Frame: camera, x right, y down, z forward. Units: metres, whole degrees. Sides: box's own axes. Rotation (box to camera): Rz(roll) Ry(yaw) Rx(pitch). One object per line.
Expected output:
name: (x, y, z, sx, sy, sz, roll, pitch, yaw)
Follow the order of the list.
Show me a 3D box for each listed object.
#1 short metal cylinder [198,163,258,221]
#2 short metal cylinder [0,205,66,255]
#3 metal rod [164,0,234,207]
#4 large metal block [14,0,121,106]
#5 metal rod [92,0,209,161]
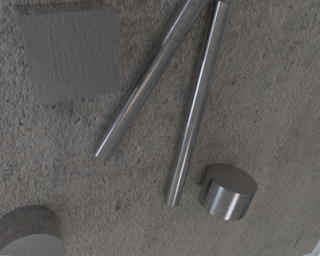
short metal cylinder: (0.107, 0.099, 0.491, 0.081, 0.080, 0.050, 1, 118, -29)
short metal cylinder: (-0.165, 0.145, 0.391, 0.081, 0.050, 0.079, -14, 124, -21)
metal rod: (0.046, -0.015, 0.422, 0.025, 0.025, 0.298, -3, 120, -27)
large metal block: (-0.086, -0.074, 0.298, 0.081, 0.050, 0.079, -13, 124, -21)
metal rod: (0.005, -0.089, 0.354, 0.025, 0.025, 0.299, 23, 106, -37)
